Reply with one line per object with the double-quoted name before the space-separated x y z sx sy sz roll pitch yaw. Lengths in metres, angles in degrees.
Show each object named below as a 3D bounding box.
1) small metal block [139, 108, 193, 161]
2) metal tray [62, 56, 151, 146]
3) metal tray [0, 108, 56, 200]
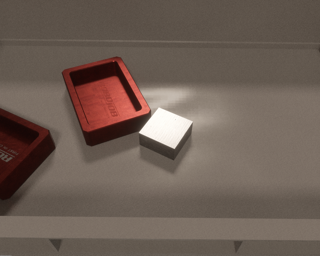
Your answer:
"small metal block" 0.008 0.007 0.400 0.050 0.025 0.050 24 54 18
"metal tray" -0.077 -0.043 0.436 0.091 0.030 0.130 -18 53 -15
"metal tray" -0.210 0.021 0.381 0.130 0.030 0.090 22 53 17
